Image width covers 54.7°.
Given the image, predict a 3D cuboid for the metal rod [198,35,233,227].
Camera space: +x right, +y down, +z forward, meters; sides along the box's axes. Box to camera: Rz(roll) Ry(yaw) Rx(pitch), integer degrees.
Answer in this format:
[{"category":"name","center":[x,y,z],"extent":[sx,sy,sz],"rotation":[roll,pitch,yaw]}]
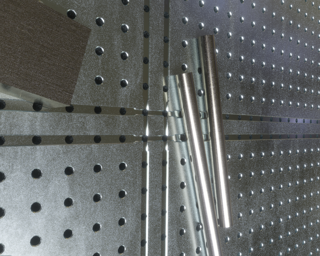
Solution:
[{"category":"metal rod","center":[0.088,0.008,0.485],"extent":[0.025,0.025,0.298],"rotation":[-12,98,-40]}]

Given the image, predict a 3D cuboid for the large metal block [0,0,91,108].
[{"category":"large metal block","center":[-0.122,-0.070,0.292],"extent":[0.080,0.050,0.080],"rotation":[20,77,-39]}]

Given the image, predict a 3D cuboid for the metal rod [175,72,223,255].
[{"category":"metal rod","center":[0.061,0.067,0.462],"extent":[0.025,0.025,0.298],"rotation":[-18,102,-39]}]
